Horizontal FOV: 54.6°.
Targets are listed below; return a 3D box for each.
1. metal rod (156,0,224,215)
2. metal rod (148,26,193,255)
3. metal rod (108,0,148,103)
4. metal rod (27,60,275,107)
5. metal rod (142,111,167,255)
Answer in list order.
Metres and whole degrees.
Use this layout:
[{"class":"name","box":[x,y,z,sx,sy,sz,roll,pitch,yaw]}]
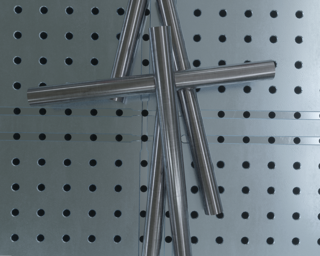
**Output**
[{"class":"metal rod","box":[0.039,-0.033,0.413,0.025,0.025,0.299,-13,90,0]},{"class":"metal rod","box":[0.015,0.032,0.381,0.025,0.025,0.298,-6,103,0]},{"class":"metal rod","box":[-0.026,-0.181,0.413,0.025,0.025,0.299,13,90,0]},{"class":"metal rod","box":[-0.010,-0.055,0.387,0.302,0.025,0.025,-7,90,0]},{"class":"metal rod","box":[-0.005,0.098,0.413,0.025,0.025,0.298,6,90,0]}]
